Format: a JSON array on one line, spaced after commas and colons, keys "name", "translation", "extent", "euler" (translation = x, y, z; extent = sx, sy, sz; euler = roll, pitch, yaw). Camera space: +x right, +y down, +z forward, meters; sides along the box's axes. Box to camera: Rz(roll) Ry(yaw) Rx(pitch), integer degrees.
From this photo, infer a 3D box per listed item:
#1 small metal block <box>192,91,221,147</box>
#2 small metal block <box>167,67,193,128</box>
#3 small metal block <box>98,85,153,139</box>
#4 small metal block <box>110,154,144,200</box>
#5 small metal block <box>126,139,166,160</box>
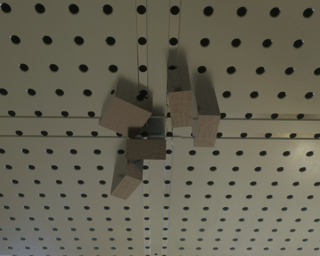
[{"name": "small metal block", "translation": [0.055, -0.012, 0.386], "extent": [0.025, 0.050, 0.050], "euler": [2, 130, -1]}, {"name": "small metal block", "translation": [0.024, -0.036, 0.365], "extent": [0.025, 0.050, 0.050], "euler": [-5, 130, 4]}, {"name": "small metal block", "translation": [-0.044, -0.019, 0.395], "extent": [0.050, 0.025, 0.050], "euler": [24, 126, -19]}, {"name": "small metal block", "translation": [-0.048, 0.068, 0.453], "extent": [0.025, 0.050, 0.050], "euler": [24, 126, -19]}, {"name": "small metal block", "translation": [-0.018, 0.028, 0.416], "extent": [0.050, 0.050, 0.025], "euler": [1, 89, -1]}]
